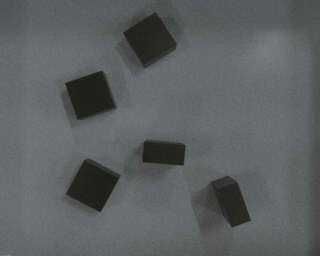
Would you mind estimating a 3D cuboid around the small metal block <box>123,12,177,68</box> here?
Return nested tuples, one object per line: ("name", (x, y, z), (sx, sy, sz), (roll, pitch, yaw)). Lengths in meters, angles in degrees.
("small metal block", (-0.013, -0.116, 0.411), (0.050, 0.025, 0.050), (-33, 90, 0))

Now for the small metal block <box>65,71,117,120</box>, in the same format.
("small metal block", (-0.090, -0.042, 0.410), (0.050, 0.025, 0.050), (-19, 90, -1))

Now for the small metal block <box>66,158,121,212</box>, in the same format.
("small metal block", (-0.087, 0.075, 0.410), (0.050, 0.025, 0.050), (28, 90, -1))

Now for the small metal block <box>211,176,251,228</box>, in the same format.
("small metal block", (0.090, 0.093, 0.400), (0.025, 0.050, 0.050), (-20, 90, 0))

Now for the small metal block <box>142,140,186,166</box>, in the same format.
("small metal block", (0.005, 0.031, 0.399), (0.050, 0.050, 0.025), (5, 90, -1))
